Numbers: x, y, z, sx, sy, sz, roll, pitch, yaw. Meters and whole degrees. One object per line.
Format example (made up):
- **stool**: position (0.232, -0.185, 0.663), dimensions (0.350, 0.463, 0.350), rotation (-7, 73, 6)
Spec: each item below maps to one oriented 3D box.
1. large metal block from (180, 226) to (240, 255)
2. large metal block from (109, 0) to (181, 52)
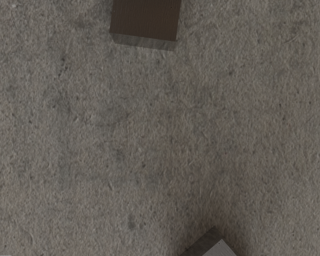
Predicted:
- **large metal block**: position (0.071, 0.190, 0.399), dimensions (0.080, 0.050, 0.080), rotation (-41, 91, 0)
- **large metal block**: position (-0.016, -0.149, 0.397), dimensions (0.081, 0.050, 0.080), rotation (8, 90, -1)
